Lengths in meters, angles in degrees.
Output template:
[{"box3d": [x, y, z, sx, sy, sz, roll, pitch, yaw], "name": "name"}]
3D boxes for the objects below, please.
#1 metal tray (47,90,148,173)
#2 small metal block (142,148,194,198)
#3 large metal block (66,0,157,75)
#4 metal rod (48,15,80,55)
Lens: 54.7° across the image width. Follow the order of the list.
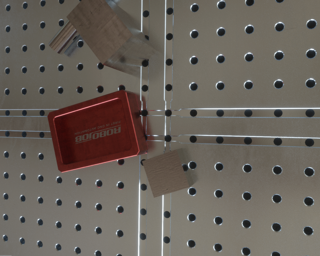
[{"box3d": [-0.090, 0.006, 0.440, 0.130, 0.030, 0.090, -14, 85, 19], "name": "metal tray"}, {"box3d": [0.011, 0.059, 0.408, 0.050, 0.025, 0.050, -21, 83, 18], "name": "small metal block"}, {"box3d": [-0.059, -0.121, 0.403, 0.050, 0.080, 0.080, -41, 78, 15], "name": "large metal block"}, {"box3d": [-0.053, -0.221, 0.430, 0.299, 0.025, 0.025, -44, 77, 14], "name": "metal rod"}]
